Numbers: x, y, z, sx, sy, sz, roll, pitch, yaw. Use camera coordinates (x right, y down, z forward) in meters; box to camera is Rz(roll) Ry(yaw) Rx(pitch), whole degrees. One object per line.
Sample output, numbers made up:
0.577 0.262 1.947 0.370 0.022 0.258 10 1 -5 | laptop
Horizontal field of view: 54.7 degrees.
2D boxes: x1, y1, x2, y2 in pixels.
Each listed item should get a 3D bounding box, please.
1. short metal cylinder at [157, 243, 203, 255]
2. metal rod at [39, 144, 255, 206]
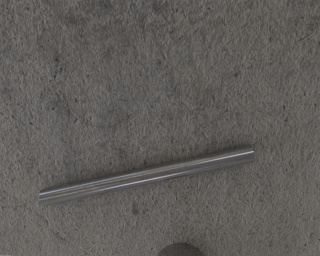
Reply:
0.033 0.228 0.481 0.081 0.050 0.079 0 110 0 | short metal cylinder
-0.020 0.067 0.434 0.301 0.025 0.025 -13 110 4 | metal rod
